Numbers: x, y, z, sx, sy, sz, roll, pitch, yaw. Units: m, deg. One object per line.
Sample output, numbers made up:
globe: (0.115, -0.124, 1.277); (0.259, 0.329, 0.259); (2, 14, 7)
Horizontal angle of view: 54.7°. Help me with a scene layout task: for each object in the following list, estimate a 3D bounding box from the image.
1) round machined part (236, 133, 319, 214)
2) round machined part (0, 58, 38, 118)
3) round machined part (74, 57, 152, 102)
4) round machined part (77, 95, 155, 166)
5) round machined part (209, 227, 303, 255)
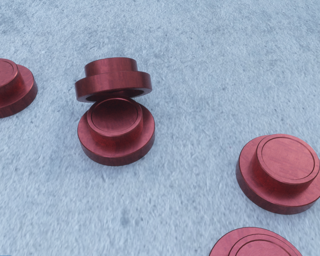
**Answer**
round machined part: (0.141, 0.045, 0.356); (0.099, 0.042, 0.098); (0, 50, 0)
round machined part: (-0.232, -0.062, 0.442); (0.099, 0.042, 0.098); (0, 50, 0)
round machined part: (-0.062, -0.063, 0.405); (0.099, 0.098, 0.042); (-8, 88, -7)
round machined part: (-0.055, -0.004, 0.394); (0.099, 0.042, 0.098); (0, 50, 0)
round machined part: (0.091, 0.136, 0.279); (0.099, 0.042, 0.098); (0, 50, 0)
